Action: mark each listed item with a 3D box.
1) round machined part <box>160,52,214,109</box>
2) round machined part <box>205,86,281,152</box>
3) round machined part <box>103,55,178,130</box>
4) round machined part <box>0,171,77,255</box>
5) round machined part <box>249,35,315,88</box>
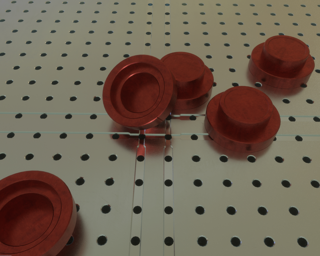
[{"bbox_3d":[0.031,-0.077,0.461,0.099,0.042,0.098,0,50,0],"label":"round machined part"},{"bbox_3d":[0.111,-0.019,0.414,0.099,0.042,0.098,0,50,0],"label":"round machined part"},{"bbox_3d":[-0.023,-0.044,0.415,0.098,0.042,0.098,-4,76,19],"label":"round machined part"},{"bbox_3d":[-0.134,0.096,0.315,0.099,0.042,0.098,0,50,0],"label":"round machined part"},{"bbox_3d":[0.195,-0.111,0.493,0.099,0.042,0.098,0,50,0],"label":"round machined part"}]
